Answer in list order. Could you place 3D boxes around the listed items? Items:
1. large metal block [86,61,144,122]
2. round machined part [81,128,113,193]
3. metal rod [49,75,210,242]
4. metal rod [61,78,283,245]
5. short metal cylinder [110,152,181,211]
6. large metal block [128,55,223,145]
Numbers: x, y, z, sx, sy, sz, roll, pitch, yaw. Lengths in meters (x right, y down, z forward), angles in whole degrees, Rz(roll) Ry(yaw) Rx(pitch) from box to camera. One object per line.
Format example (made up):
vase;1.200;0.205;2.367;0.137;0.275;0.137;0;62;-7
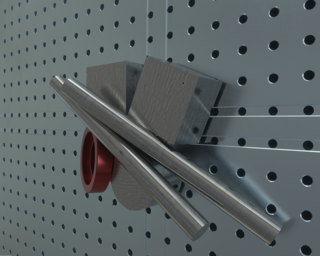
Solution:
large metal block;-0.057;-0.045;0.431;0.080;0.050;0.079;1;91;40
round machined part;-0.083;0.044;0.447;0.098;0.042;0.097;-13;75;62
metal rod;-0.056;0.018;0.383;0.300;0.025;0.025;41;115;31
metal rod;-0.002;0.026;0.357;0.300;0.025;0.025;34;112;19
short metal cylinder;-0.019;0.062;0.402;0.080;0.050;0.079;0;90;40
large metal block;0.016;-0.034;0.374;0.080;0.050;0.079;31;109;35
